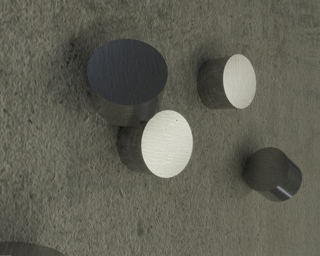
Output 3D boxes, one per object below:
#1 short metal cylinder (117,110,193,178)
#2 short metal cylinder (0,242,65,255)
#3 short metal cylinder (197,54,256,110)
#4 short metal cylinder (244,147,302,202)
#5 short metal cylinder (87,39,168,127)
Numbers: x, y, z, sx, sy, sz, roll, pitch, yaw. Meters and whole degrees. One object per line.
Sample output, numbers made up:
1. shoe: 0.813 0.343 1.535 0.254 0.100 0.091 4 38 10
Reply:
1. short metal cylinder: -0.006 0.019 0.384 0.081 0.050 0.080 0 90 -40
2. short metal cylinder: -0.126 0.134 0.263 0.080 0.080 0.050 17 79 -39
3. short metal cylinder: 0.102 -0.068 0.474 0.081 0.050 0.080 0 90 -40
4. short metal cylinder: 0.192 0.079 0.530 0.050 0.080 0.080 36 68 -35
5. short metal cylinder: -0.035 -0.048 0.333 0.081 0.050 0.080 3 66 -6
